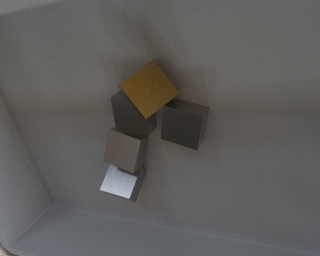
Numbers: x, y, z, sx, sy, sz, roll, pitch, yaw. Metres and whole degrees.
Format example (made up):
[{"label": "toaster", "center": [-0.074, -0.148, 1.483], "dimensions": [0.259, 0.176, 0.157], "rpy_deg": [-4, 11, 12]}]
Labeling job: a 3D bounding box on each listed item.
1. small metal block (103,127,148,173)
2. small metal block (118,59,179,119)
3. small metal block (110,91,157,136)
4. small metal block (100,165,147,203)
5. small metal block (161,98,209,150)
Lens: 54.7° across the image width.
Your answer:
[{"label": "small metal block", "center": [-0.049, 0.030, 0.444], "dimensions": [0.050, 0.025, 0.050], "rpy_deg": [19, 107, 17]}, {"label": "small metal block", "center": [-0.014, -0.046, 0.370], "dimensions": [0.050, 0.025, 0.050], "rpy_deg": [-38, 99, -7]}, {"label": "small metal block", "center": [-0.034, -0.020, 0.414], "dimensions": [0.050, 0.025, 0.050], "rpy_deg": [9, 122, 23]}, {"label": "small metal block", "center": [-0.055, 0.079, 0.467], "dimensions": [0.050, 0.050, 0.025], "rpy_deg": [11, 158, 22]}, {"label": "small metal block", "center": [0.031, -0.006, 0.389], "dimensions": [0.050, 0.025, 0.050], "rpy_deg": [17, 125, 18]}]
